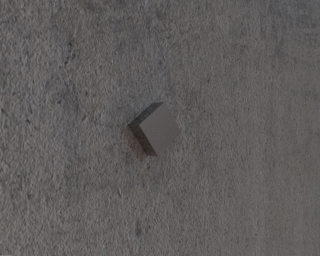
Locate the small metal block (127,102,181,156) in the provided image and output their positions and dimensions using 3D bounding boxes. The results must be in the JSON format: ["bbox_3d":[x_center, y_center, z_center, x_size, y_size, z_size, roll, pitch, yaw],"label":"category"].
[{"bbox_3d":[-0.006,0.001,0.403,0.050,0.025,0.050,-44,117,-31],"label":"small metal block"}]
